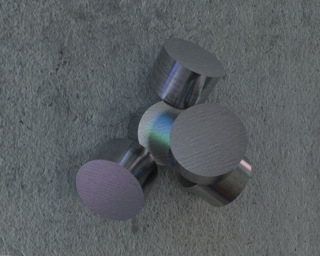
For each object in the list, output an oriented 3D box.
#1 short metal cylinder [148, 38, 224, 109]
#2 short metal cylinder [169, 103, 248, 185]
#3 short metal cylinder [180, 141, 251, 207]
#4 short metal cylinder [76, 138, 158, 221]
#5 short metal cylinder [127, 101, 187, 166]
[{"bbox_3d":[0.031,-0.068,0.386,0.081,0.080,0.050,14,129,-20],"label":"short metal cylinder"},{"bbox_3d":[0.052,0.019,0.345,0.080,0.050,0.080,-1,70,3],"label":"short metal cylinder"},{"bbox_3d":[0.071,0.056,0.407,0.050,0.080,0.080,37,78,-17],"label":"short metal cylinder"},{"bbox_3d":[-0.048,0.058,0.357,0.080,0.050,0.079,7,117,15],"label":"short metal cylinder"},{"bbox_3d":[0.003,0.006,0.398,0.081,0.050,0.080,0,90,-21],"label":"short metal cylinder"}]
